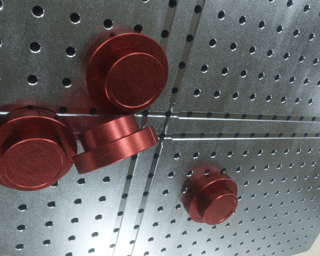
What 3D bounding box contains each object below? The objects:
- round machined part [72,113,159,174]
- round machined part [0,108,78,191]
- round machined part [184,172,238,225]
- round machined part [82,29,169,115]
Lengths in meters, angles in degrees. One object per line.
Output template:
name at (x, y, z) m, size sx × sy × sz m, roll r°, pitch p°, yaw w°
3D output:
round machined part at (-0.054, 0.014, 0.357) m, size 0.099 × 0.098 × 0.042 m, roll -22°, pitch 92°, yaw -15°
round machined part at (-0.141, 0.031, 0.343) m, size 0.099 × 0.042 × 0.097 m, roll -14°, pitch 125°, yaw -21°
round machined part at (0.094, 0.127, 0.533) m, size 0.099 × 0.042 × 0.097 m, roll -14°, pitch 125°, yaw -21°
round machined part at (-0.034, -0.057, 0.347) m, size 0.099 × 0.042 × 0.097 m, roll -14°, pitch 124°, yaw -21°
